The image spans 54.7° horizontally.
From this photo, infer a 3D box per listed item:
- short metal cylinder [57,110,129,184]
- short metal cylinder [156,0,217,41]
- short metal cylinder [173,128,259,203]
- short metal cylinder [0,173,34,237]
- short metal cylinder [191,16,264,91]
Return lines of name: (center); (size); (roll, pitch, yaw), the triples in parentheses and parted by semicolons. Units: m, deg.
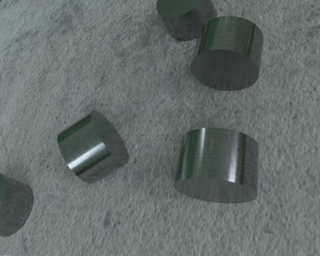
short metal cylinder: (-0.084, 0.024, 0.396); (0.050, 0.080, 0.080); (-32, 52, 7)
short metal cylinder: (0.041, -0.182, 0.476); (0.080, 0.050, 0.080); (-13, 56, 20)
short metal cylinder: (0.057, 0.040, 0.313); (0.080, 0.080, 0.050); (-3, 61, 26)
short metal cylinder: (-0.230, 0.109, 0.439); (0.080, 0.050, 0.080); (-13, 56, 20)
short metal cylinder: (0.082, -0.089, 0.379); (0.080, 0.080, 0.050); (2, 63, 28)
